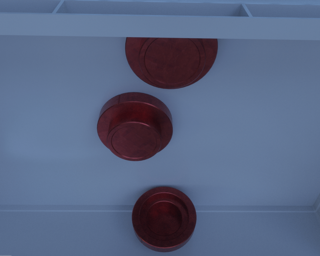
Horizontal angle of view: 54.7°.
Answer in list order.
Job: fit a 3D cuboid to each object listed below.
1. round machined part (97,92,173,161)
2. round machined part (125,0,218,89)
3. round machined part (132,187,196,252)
[{"bbox_3d":[-0.032,0.005,0.402,0.099,0.042,0.097,-1,130,0],"label":"round machined part"},{"bbox_3d":[0.012,-0.082,0.329,0.099,0.042,0.097,-1,130,0],"label":"round machined part"},{"bbox_3d":[0.006,0.146,0.487,0.099,0.098,0.042,0,142,-1],"label":"round machined part"}]
